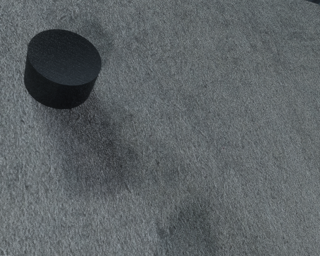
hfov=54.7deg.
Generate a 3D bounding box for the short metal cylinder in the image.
[{"bbox_3d":[-0.116,-0.069,0.367,0.081,0.050,0.080,14,56,-21],"label":"short metal cylinder"}]
